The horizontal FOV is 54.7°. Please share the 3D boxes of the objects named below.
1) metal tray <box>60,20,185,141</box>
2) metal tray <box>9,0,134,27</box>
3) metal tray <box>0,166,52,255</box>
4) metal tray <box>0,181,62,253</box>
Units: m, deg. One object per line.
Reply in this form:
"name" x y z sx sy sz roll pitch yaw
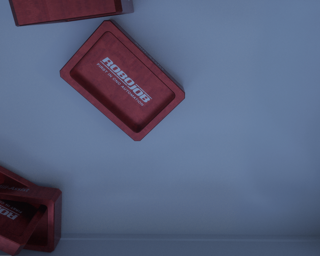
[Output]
"metal tray" -0.044 -0.057 0.386 0.130 0.030 0.090 42 105 -14
"metal tray" -0.077 -0.125 0.308 0.091 0.130 0.030 -7 110 2
"metal tray" -0.221 0.096 0.407 0.130 0.090 0.030 32 122 -12
"metal tray" -0.210 0.125 0.442 0.131 0.030 0.089 8 110 0
